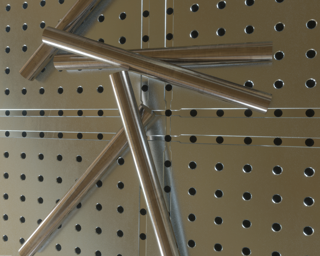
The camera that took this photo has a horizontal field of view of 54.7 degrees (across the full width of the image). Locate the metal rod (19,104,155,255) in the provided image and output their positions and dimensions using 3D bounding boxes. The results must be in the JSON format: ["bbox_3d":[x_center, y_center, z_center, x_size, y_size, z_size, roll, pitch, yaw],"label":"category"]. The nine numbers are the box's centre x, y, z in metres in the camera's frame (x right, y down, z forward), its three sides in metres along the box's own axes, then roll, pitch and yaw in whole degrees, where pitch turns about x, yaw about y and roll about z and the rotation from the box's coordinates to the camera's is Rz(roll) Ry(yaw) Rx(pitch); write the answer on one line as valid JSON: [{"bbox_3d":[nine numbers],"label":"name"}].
[{"bbox_3d":[-0.113,0.085,0.450,0.025,0.025,0.299,45,103,14],"label":"metal rod"}]

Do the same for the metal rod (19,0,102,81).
[{"bbox_3d":[-0.104,-0.183,0.447,0.299,0.025,0.025,-44,77,14],"label":"metal rod"}]

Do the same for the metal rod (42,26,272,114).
[{"bbox_3d":[-0.012,-0.077,0.393,0.301,0.025,0.025,19,96,10],"label":"metal rod"}]

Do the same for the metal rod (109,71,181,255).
[{"bbox_3d":[-0.012,0.074,0.398,0.025,0.025,0.298,-16,91,19],"label":"metal rod"}]

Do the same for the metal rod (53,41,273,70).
[{"bbox_3d":[-0.009,-0.094,0.415,0.301,0.025,0.025,2,91,19],"label":"metal rod"}]
